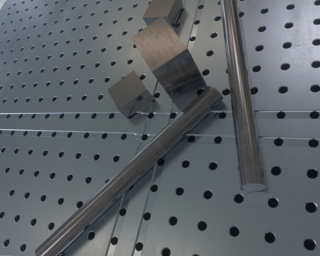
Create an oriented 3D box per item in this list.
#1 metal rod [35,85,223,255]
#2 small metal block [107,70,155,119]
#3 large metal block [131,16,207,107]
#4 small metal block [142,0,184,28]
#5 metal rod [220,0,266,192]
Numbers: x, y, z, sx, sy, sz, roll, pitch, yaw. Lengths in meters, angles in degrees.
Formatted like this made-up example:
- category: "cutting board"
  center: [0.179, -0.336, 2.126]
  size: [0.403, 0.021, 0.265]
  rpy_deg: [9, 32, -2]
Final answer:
- category: "metal rod"
  center: [-0.037, 0.057, 0.392]
  size: [0.300, 0.025, 0.025]
  rpy_deg: [-43, 51, -2]
- category: "small metal block"
  center: [-0.044, -0.051, 0.463]
  size: [0.050, 0.025, 0.050]
  rpy_deg: [-36, 51, 4]
- category: "large metal block"
  center: [0.013, -0.089, 0.421]
  size: [0.050, 0.080, 0.080]
  rpy_deg: [-33, 52, 7]
- category: "small metal block"
  center: [0.006, -0.198, 0.527]
  size: [0.050, 0.025, 0.050]
  rpy_deg: [10, 67, 32]
- category: "metal rod"
  center: [0.100, -0.067, 0.396]
  size: [0.025, 0.025, 0.299]
  rpy_deg: [-12, 57, 22]
